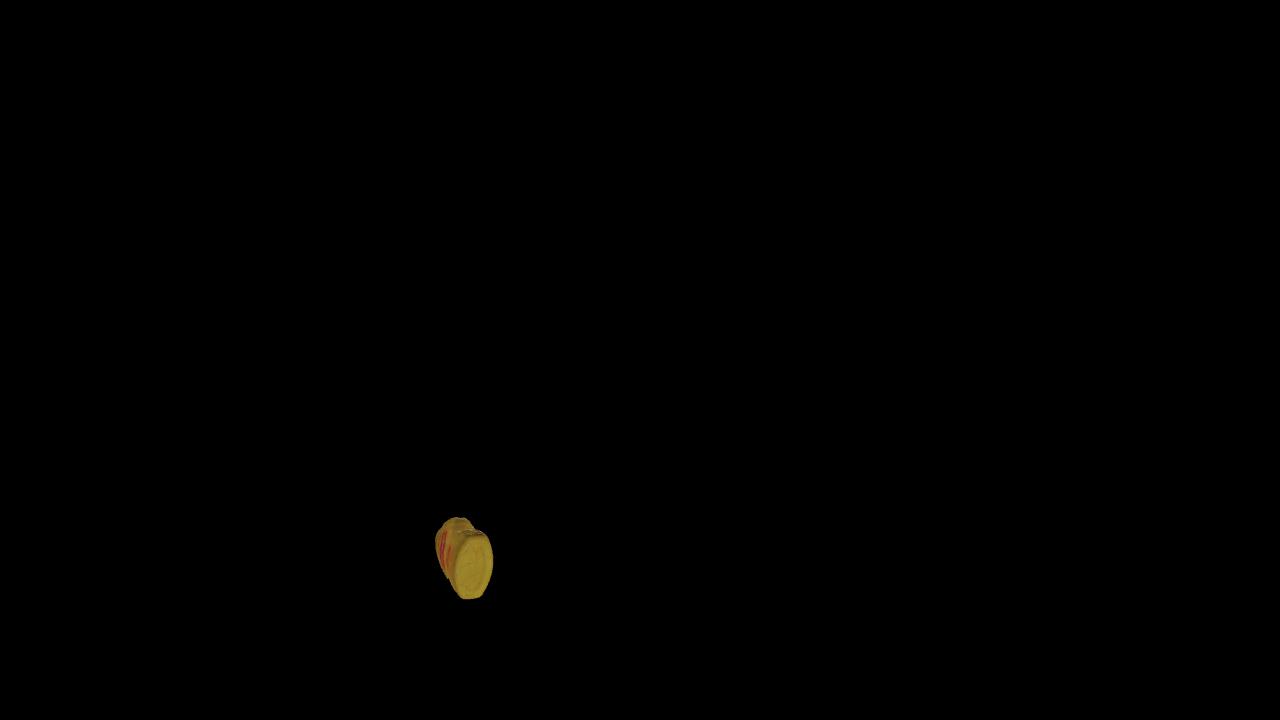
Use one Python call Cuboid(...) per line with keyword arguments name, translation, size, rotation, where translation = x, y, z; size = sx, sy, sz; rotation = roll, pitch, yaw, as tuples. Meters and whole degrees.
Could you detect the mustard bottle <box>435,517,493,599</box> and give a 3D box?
Cuboid(name="mustard bottle", translation=(-0.271, 0.285, 0.923), size=(0.054, 0.092, 0.184), rotation=(0, 1, -30))
